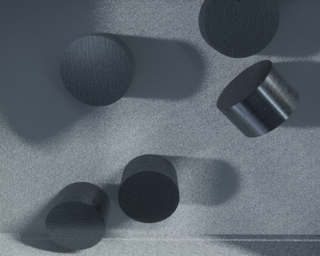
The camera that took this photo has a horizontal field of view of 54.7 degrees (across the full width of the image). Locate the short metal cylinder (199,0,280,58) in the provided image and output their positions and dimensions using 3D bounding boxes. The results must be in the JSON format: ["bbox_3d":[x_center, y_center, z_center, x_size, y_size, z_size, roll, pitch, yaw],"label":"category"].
[{"bbox_3d":[0.087,-0.124,0.354,0.081,0.050,0.079,0,110,-1],"label":"short metal cylinder"}]

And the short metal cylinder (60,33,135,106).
[{"bbox_3d":[-0.072,-0.071,0.371,0.081,0.050,0.079,0,110,-1],"label":"short metal cylinder"}]

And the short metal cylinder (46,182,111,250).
[{"bbox_3d":[-0.114,0.125,0.442,0.081,0.050,0.079,0,110,-1],"label":"short metal cylinder"}]

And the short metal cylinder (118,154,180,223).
[{"bbox_3d":[-0.015,0.083,0.428,0.081,0.050,0.079,0,110,-1],"label":"short metal cylinder"}]

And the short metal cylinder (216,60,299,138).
[{"bbox_3d":[0.115,-0.035,0.371,0.080,0.080,0.050,-43,105,14],"label":"short metal cylinder"}]
